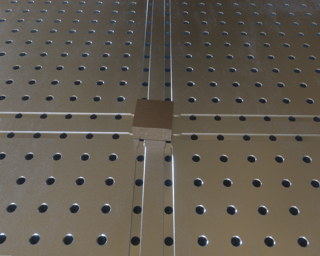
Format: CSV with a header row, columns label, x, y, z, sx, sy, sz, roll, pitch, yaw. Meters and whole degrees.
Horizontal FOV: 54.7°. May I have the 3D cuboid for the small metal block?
label,x,y,z,sx,sy,sz,roll,pitch,yaw
small metal block,-0.008,-0.011,0.417,0.050,0.025,0.050,4,50,3
